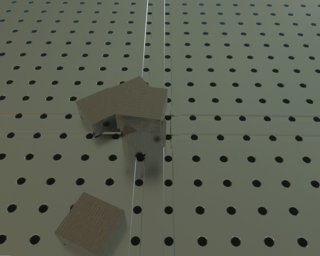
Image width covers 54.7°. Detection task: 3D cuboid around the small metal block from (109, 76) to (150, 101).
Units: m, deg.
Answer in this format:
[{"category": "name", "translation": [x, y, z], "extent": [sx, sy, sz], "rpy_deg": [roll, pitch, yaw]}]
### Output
[{"category": "small metal block", "translation": [-0.037, -0.042, 0.443], "extent": [0.050, 0.025, 0.050], "rpy_deg": [-26, 55, -21]}]

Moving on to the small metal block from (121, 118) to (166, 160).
[{"category": "small metal block", "translation": [-0.021, 0.007, 0.385], "extent": [0.050, 0.050, 0.025], "rpy_deg": [-19, 53, -16]}]

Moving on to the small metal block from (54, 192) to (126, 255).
[{"category": "small metal block", "translation": [-0.070, 0.102, 0.321], "extent": [0.050, 0.025, 0.050], "rpy_deg": [20, 53, 16]}]

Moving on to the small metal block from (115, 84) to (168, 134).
[{"category": "small metal block", "translation": [-0.020, -0.023, 0.362], "extent": [0.050, 0.025, 0.050], "rpy_deg": [8, 50, 6]}]

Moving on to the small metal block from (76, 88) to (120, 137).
[{"category": "small metal block", "translation": [-0.080, -0.023, 0.426], "extent": [0.050, 0.025, 0.050], "rpy_deg": [-27, 55, -21]}]
